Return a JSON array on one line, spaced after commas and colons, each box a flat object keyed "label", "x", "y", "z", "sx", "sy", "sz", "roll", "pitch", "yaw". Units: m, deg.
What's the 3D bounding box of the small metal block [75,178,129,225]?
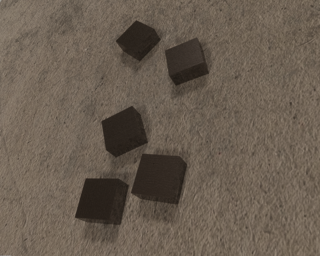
[{"label": "small metal block", "x": -0.071, "y": 0.091, "z": 0.384, "sx": 0.050, "sy": 0.025, "sz": 0.050, "roll": -4, "pitch": 60, "yaw": 25}]

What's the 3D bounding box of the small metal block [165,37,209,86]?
[{"label": "small metal block", "x": 0.038, "y": -0.094, "z": 0.441, "sx": 0.050, "sy": 0.025, "sz": 0.050, "roll": -19, "pitch": 55, "yaw": 17}]

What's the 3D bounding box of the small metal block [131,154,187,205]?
[{"label": "small metal block", "x": 0.000, "y": 0.060, "z": 0.366, "sx": 0.050, "sy": 0.025, "sz": 0.050, "roll": 1, "pitch": 62, "yaw": 28}]

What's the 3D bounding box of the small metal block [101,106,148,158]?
[{"label": "small metal block", "x": -0.049, "y": 0.005, "z": 0.425, "sx": 0.050, "sy": 0.025, "sz": 0.050, "roll": -26, "pitch": 53, "yaw": 12}]

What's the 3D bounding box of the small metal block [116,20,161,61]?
[{"label": "small metal block", "x": -0.036, "y": -0.144, "z": 0.510, "sx": 0.050, "sy": 0.025, "sz": 0.050, "roll": -47, "pitch": 52, "yaw": -5}]
